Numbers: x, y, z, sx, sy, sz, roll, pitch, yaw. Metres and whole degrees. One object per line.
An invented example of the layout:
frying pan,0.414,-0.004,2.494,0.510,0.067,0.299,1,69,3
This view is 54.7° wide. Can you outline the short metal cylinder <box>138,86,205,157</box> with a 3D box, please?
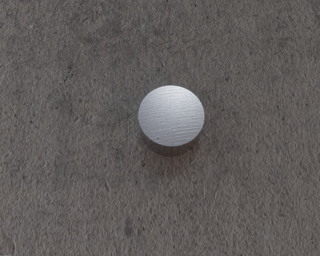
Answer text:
short metal cylinder,0.014,-0.008,0.399,0.081,0.050,0.080,0,70,0
